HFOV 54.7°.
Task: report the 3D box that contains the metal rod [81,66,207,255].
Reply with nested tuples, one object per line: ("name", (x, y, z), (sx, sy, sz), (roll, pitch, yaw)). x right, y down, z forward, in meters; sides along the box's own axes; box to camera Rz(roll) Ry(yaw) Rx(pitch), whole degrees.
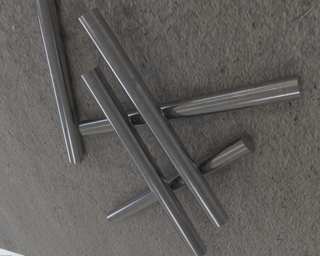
("metal rod", (-0.014, 0.056, 0.414), (0.025, 0.025, 0.299), (-19, 109, 35))

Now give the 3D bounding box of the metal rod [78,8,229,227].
("metal rod", (0.000, -0.001, 0.371), (0.025, 0.025, 0.299), (-23, 106, 36))

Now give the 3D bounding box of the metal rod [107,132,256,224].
("metal rod", (0.010, 0.087, 0.454), (0.025, 0.025, 0.299), (48, 129, -6))

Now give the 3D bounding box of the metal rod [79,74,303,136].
("metal rod", (0.013, -0.020, 0.386), (0.300, 0.025, 0.025), (-9, 114, 32))

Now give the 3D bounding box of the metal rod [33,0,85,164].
("metal rod", (-0.141, -0.076, 0.433), (0.025, 0.025, 0.298), (12, 124, 21))
